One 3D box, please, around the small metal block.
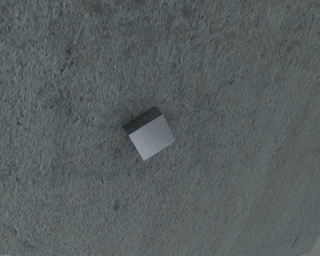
[{"bbox_3d":[-0.014,0.007,0.407,0.050,0.025,0.050,-32,129,-8],"label":"small metal block"}]
